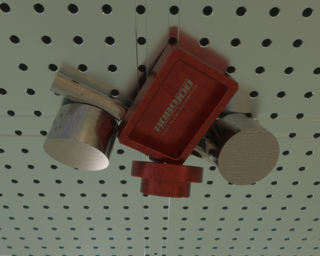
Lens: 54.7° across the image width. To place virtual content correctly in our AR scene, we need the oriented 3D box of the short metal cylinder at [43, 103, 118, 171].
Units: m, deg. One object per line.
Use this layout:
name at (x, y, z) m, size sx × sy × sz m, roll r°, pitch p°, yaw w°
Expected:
short metal cylinder at (-0.097, 0.013, 0.390) m, size 0.080 × 0.050 × 0.080 m, roll 8°, pitch 147°, yaw 5°

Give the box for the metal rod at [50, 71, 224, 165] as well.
metal rod at (0.004, 0.005, 0.415) m, size 0.302 × 0.025 × 0.025 m, roll 25°, pitch 126°, yaw -20°

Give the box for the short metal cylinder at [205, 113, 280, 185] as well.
short metal cylinder at (0.105, 0.027, 0.403) m, size 0.081 × 0.050 × 0.079 m, roll -4°, pitch 114°, yaw -10°

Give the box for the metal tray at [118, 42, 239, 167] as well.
metal tray at (0.019, -0.023, 0.370) m, size 0.090 × 0.030 × 0.129 m, roll 25°, pitch 112°, yaw -20°

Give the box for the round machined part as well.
round machined part at (0.009, 0.071, 0.425) m, size 0.099 × 0.042 × 0.098 m, roll 6°, pitch 173°, yaw 1°
